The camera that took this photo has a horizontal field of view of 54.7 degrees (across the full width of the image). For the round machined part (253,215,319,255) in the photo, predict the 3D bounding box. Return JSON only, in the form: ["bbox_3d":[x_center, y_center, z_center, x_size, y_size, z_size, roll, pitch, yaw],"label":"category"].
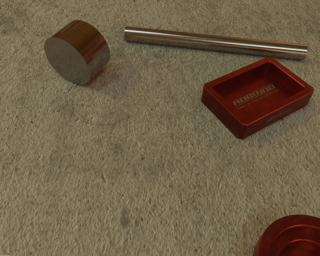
[{"bbox_3d":[0.133,0.134,0.282,0.099,0.042,0.098,0,50,0],"label":"round machined part"}]

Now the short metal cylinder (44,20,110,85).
[{"bbox_3d":[-0.122,-0.111,0.459,0.080,0.080,0.050,23,54,18],"label":"short metal cylinder"}]

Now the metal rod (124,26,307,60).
[{"bbox_3d":[0.090,-0.145,0.525,0.302,0.025,0.025,8,51,6],"label":"metal rod"}]

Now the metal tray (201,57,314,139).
[{"bbox_3d":[0.137,-0.047,0.441,0.131,0.030,0.090,-25,55,-20],"label":"metal tray"}]
